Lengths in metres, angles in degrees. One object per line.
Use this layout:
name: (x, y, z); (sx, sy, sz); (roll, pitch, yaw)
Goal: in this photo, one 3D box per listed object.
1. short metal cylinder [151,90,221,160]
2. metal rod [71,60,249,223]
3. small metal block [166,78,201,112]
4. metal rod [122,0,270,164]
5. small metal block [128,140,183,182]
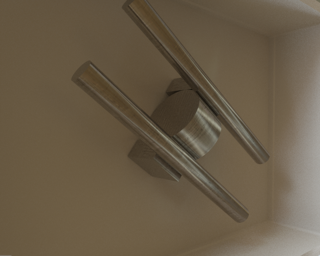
short metal cylinder: (0.030, -0.003, 0.396); (0.050, 0.080, 0.080); (44, 63, -32)
metal rod: (0.021, 0.035, 0.361); (0.300, 0.025, 0.025); (43, 64, -31)
small metal block: (0.045, -0.045, 0.428); (0.050, 0.050, 0.025); (44, 63, -32)
metal rod: (0.063, -0.043, 0.395); (0.300, 0.025, 0.025); (43, 64, -32)
small metal block: (-0.003, 0.041, 0.387); (0.050, 0.050, 0.025); (44, 63, -32)
